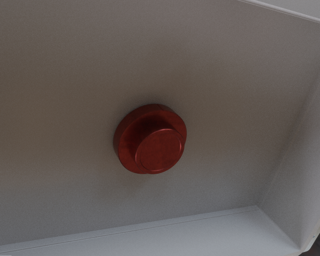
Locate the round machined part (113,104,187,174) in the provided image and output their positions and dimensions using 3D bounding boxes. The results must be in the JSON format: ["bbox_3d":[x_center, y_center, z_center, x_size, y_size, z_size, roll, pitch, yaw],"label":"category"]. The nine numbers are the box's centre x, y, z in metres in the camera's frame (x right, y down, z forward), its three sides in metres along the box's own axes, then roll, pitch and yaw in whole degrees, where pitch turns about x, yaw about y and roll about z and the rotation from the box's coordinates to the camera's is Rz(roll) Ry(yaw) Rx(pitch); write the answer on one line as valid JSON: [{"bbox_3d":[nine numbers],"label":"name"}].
[{"bbox_3d":[-0.007,0.021,0.404,0.099,0.042,0.097,-14,125,-21],"label":"round machined part"}]
